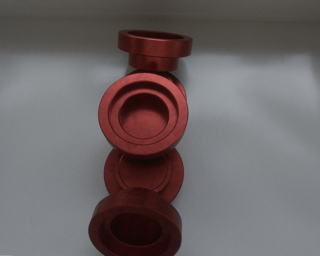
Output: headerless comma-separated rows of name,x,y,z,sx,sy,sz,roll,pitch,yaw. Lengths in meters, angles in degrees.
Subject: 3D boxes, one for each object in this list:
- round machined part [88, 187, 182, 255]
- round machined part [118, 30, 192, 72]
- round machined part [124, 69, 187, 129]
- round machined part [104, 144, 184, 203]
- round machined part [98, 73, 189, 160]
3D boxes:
round machined part,-0.025,0.104,0.341,0.099,0.097,0.042,6,33,2
round machined part,-0.008,-0.104,0.417,0.099,0.098,0.042,7,113,2
round machined part,-0.014,-0.039,0.413,0.099,0.042,0.098,0,70,-1
round machined part,-0.020,0.053,0.379,0.099,0.042,0.098,0,70,-1
round machined part,-0.018,-0.011,0.357,0.099,0.042,0.098,0,70,-1
